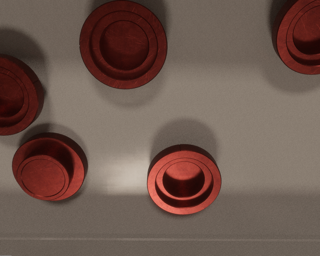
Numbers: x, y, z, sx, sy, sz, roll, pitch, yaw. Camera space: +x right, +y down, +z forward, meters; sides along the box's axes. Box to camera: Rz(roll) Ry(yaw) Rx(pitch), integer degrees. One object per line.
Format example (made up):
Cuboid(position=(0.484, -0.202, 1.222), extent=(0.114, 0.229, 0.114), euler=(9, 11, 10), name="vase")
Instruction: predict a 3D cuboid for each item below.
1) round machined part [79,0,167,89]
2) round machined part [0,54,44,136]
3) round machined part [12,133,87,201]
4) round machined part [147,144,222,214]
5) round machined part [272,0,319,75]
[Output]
Cuboid(position=(-0.041, -0.098, 0.366), extent=(0.099, 0.042, 0.097), euler=(0, 110, -1), name="round machined part")
Cuboid(position=(-0.193, -0.043, 0.384), extent=(0.099, 0.042, 0.097), euler=(0, 110, -1), name="round machined part")
Cuboid(position=(-0.152, 0.059, 0.422), extent=(0.099, 0.042, 0.097), euler=(0, 110, -1), name="round machined part")
Cuboid(position=(0.032, 0.066, 0.427), extent=(0.099, 0.042, 0.097), euler=(0, 110, -1), name="round machined part")
Cuboid(position=(0.179, -0.114, 0.355), extent=(0.099, 0.042, 0.097), euler=(1, 123, 2), name="round machined part")
